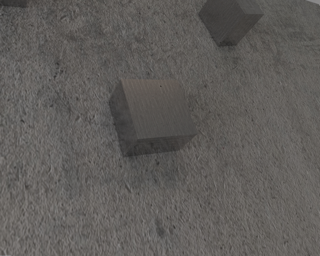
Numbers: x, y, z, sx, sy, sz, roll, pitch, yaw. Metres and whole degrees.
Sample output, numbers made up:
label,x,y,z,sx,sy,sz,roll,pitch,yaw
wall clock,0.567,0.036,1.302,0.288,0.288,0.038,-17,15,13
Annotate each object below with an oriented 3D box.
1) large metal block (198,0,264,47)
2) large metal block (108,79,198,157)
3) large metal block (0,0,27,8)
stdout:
label,x,y,z,sx,sy,sz,roll,pitch,yaw
large metal block,0.126,-0.207,0.562,0.050,0.080,0.080,-14,69,-34
large metal block,-0.011,-0.014,0.390,0.081,0.050,0.080,-4,64,-30
large metal block,-0.208,-0.199,0.378,0.081,0.080,0.050,-7,66,-31
